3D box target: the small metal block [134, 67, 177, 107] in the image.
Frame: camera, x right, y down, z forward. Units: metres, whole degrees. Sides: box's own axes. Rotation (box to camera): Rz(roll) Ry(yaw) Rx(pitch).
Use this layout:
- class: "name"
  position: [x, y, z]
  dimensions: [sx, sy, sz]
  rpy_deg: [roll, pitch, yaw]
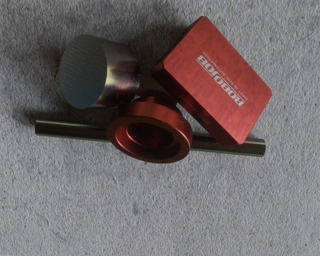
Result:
- class: "small metal block"
  position: [-0.002, -0.049, 0.378]
  dimensions: [0.050, 0.050, 0.025]
  rpy_deg: [22, 109, -8]

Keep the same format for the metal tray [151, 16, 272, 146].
- class: "metal tray"
  position: [0.064, -0.052, 0.362]
  dimensions: [0.130, 0.030, 0.090]
  rpy_deg: [43, 66, -15]

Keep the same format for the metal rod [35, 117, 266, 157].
- class: "metal rod"
  position: [-0.010, 0.013, 0.416]
  dimensions: [0.302, 0.025, 0.025]
  rpy_deg: [6, 110, -3]

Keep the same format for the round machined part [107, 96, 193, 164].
- class: "round machined part"
  position: [-0.010, 0.000, 0.369]
  dimensions: [0.098, 0.042, 0.098]
  rpy_deg: [10, 146, 7]

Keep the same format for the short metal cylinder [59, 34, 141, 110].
- class: "short metal cylinder"
  position: [-0.069, -0.061, 0.353]
  dimensions: [0.080, 0.050, 0.079]
  rpy_deg: [1, 92, 37]
